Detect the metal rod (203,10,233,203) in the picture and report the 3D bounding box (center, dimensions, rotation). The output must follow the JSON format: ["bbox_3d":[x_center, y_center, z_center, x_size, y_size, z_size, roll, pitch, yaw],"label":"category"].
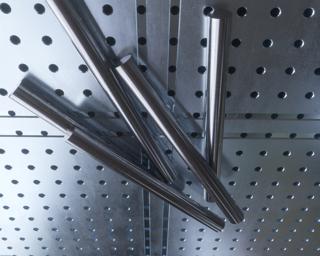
[{"bbox_3d":[0.072,-0.002,0.410,0.025,0.025,0.298,-3,130,3],"label":"metal rod"}]

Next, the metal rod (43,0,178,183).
[{"bbox_3d":[-0.045,-0.030,0.385,0.025,0.025,0.299,-19,128,15],"label":"metal rod"}]

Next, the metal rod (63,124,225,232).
[{"bbox_3d":[-0.006,0.085,0.454,0.025,0.025,0.301,-37,122,27],"label":"metal rod"}]

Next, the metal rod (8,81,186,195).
[{"bbox_3d":[-0.069,0.036,0.441,0.025,0.025,0.301,-36,122,26],"label":"metal rod"}]

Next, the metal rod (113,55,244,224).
[{"bbox_3d":[0.038,0.032,0.415,0.025,0.025,0.300,-26,119,20],"label":"metal rod"}]
